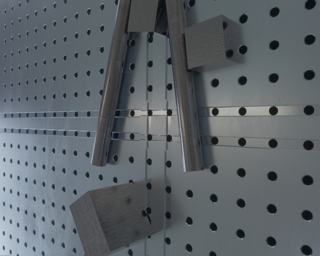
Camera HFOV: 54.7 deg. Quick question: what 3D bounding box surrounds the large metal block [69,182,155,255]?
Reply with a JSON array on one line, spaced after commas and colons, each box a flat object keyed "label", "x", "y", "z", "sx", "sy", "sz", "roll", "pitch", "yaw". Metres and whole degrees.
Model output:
[{"label": "large metal block", "x": -0.066, "y": 0.127, "z": 0.428, "sx": 0.050, "sy": 0.081, "sz": 0.080, "roll": -39, "pitch": 66, "yaw": 33}]

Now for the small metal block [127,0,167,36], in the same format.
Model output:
[{"label": "small metal block", "x": -0.015, "y": -0.154, "z": 0.422, "sx": 0.050, "sy": 0.025, "sz": 0.050, "roll": 14, "pitch": 99, "yaw": 39}]

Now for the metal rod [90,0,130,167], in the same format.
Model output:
[{"label": "metal rod", "x": -0.067, "y": -0.087, "z": 0.464, "sx": 0.025, "sy": 0.025, "sz": 0.298, "roll": 19, "pitch": 102, "yaw": 38}]

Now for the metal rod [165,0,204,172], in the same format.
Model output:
[{"label": "metal rod", "x": 0.026, "y": -0.096, "z": 0.388, "sx": 0.025, "sy": 0.025, "sz": 0.298, "roll": -10, "pitch": 84, "yaw": 39}]

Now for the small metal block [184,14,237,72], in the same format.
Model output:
[{"label": "small metal block", "x": 0.058, "y": -0.097, "z": 0.361, "sx": 0.050, "sy": 0.025, "sz": 0.050, "roll": -8, "pitch": 85, "yaw": 39}]
